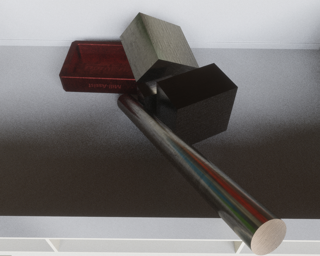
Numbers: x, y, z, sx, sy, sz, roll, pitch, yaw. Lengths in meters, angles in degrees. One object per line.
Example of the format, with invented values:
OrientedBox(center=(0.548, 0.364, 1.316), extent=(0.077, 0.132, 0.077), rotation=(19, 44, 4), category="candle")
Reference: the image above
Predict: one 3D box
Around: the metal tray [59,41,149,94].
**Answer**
OrientedBox(center=(-0.078, -0.095, 0.480), extent=(0.131, 0.030, 0.090), rotation=(2, 50, 1), category="metal tray")

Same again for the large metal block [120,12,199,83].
OrientedBox(center=(-0.001, -0.108, 0.444), extent=(0.081, 0.050, 0.080), rotation=(1, 60, -44), category="large metal block")

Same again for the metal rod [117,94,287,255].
OrientedBox(center=(0.007, 0.013, 0.308), extent=(0.025, 0.025, 0.300), rotation=(-19, 26, -16), category="metal rod")

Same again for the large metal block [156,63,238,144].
OrientedBox(center=(0.043, -0.025, 0.391), extent=(0.081, 0.080, 0.050), rotation=(-21, 54, -17), category="large metal block")

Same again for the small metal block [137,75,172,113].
OrientedBox(center=(-0.002, -0.039, 0.422), extent=(0.050, 0.050, 0.025), rotation=(-20, 53, -16), category="small metal block")
